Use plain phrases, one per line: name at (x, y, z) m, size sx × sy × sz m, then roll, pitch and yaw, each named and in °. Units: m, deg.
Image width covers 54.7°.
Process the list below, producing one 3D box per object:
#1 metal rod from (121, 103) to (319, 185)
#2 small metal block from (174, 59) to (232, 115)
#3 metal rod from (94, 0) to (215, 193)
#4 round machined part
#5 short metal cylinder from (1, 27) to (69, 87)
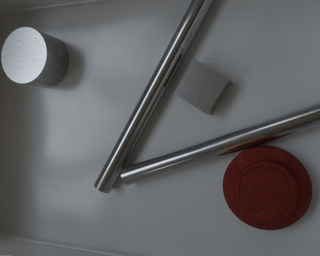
metal rod at (0.087, 0.018, 0.379) m, size 0.300 × 0.025 × 0.025 m, roll -20°, pitch 84°, yaw 18°
small metal block at (0.055, -0.051, 0.391) m, size 0.050 × 0.025 × 0.050 m, roll 34°, pitch 101°, yaw 16°
metal rod at (-0.010, -0.044, 0.413) m, size 0.025 × 0.025 × 0.299 m, roll 32°, pitch 100°, yaw 17°
round machined part at (0.122, 0.070, 0.358) m, size 0.098 × 0.042 × 0.097 m, roll 0°, pitch 90°, yaw 19°
short metal cylinder at (-0.184, -0.103, 0.460) m, size 0.080 × 0.050 × 0.079 m, roll 0°, pitch 90°, yaw 19°
